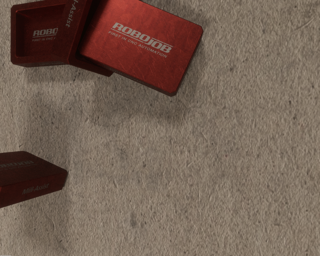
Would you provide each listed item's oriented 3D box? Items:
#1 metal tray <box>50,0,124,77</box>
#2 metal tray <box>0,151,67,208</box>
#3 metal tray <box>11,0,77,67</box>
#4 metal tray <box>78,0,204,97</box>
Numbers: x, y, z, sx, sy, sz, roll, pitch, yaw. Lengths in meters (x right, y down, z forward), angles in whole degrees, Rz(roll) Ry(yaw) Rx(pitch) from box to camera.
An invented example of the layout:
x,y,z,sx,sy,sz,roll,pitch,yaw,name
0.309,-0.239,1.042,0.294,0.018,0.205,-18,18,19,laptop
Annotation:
x,y,z,sx,sy,sz,roll,pitch,yaw,name
-0.080,-0.139,0.399,0.030,0.090,0.129,23,98,26,metal tray
-0.204,0.065,0.423,0.090,0.130,0.030,20,97,18,metal tray
-0.160,-0.141,0.460,0.130,0.030,0.089,0,90,19,metal tray
-0.023,-0.106,0.389,0.131,0.030,0.090,24,87,3,metal tray
